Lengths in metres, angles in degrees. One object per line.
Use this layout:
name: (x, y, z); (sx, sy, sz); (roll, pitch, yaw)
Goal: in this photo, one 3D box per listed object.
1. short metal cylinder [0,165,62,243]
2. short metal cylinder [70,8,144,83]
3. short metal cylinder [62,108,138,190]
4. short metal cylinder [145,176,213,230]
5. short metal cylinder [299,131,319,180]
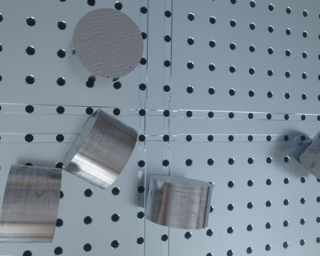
short metal cylinder: (-0.138, 0.081, 0.333); (0.050, 0.080, 0.080); (8, 87, -20)
short metal cylinder: (-0.066, -0.097, 0.375); (0.081, 0.050, 0.079); (0, 90, -21)
short metal cylinder: (-0.069, 0.024, 0.359); (0.050, 0.080, 0.080); (32, 80, -18)
short metal cylinder: (0.024, 0.092, 0.394); (0.081, 0.080, 0.050); (9, 87, -20)
short metal cylinder: (0.271, 0.048, 0.486); (0.080, 0.080, 0.050); (46, 76, -15)
